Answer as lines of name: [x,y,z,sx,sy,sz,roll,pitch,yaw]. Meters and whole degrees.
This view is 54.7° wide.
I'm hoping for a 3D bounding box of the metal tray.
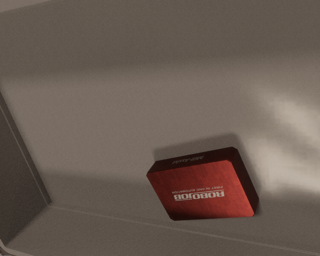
metal tray: [0.056,0.081,0.425,0.130,0.030,0.090,-15,111,33]
